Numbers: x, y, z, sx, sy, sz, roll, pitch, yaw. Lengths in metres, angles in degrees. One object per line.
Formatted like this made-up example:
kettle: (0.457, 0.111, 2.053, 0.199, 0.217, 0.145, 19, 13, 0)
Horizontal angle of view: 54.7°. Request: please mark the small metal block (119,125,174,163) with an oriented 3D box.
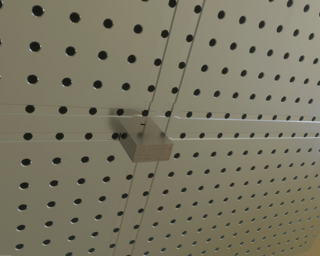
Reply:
small metal block: (-0.018, 0.019, 0.398, 0.050, 0.050, 0.025, 0, 119, -29)
